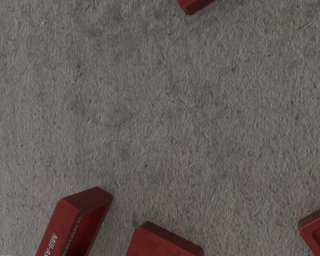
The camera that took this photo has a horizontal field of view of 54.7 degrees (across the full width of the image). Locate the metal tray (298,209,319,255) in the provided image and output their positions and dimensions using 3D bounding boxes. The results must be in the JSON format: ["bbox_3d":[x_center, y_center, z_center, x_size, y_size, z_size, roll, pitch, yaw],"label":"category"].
[{"bbox_3d":[0.229,0.111,0.325,0.130,0.030,0.090,-36,79,16],"label":"metal tray"}]

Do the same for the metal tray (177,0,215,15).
[{"bbox_3d":[0.068,-0.214,0.382,0.130,0.030,0.090,-27,81,17],"label":"metal tray"}]

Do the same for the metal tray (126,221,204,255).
[{"bbox_3d":[-0.007,0.202,0.409,0.090,0.030,0.129,21,97,18],"label":"metal tray"}]

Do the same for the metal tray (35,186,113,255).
[{"bbox_3d":[-0.119,0.149,0.416,0.030,0.090,0.129,27,99,18],"label":"metal tray"}]
